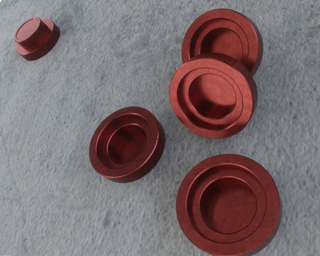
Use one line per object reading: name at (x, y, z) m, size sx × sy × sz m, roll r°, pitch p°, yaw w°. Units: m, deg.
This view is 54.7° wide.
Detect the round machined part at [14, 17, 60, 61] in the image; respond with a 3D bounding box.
round machined part at (-0.262, -0.191, 0.644) m, size 0.098 × 0.042 × 0.098 m, roll -13°, pitch 56°, yaw 20°

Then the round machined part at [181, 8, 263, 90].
round machined part at (0.080, -0.096, 0.388) m, size 0.098 × 0.042 × 0.097 m, roll 8°, pitch 104°, yaw 32°

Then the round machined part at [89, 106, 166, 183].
round machined part at (-0.037, 0.024, 0.396) m, size 0.098 × 0.042 × 0.098 m, roll -13°, pitch 56°, yaw 20°

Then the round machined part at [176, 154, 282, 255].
round machined part at (0.069, 0.079, 0.308) m, size 0.098 × 0.042 × 0.098 m, roll -13°, pitch 56°, yaw 20°

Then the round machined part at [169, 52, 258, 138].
round machined part at (0.064, -0.040, 0.359) m, size 0.098 × 0.097 × 0.042 m, roll 4°, pitch 30°, yaw 30°
